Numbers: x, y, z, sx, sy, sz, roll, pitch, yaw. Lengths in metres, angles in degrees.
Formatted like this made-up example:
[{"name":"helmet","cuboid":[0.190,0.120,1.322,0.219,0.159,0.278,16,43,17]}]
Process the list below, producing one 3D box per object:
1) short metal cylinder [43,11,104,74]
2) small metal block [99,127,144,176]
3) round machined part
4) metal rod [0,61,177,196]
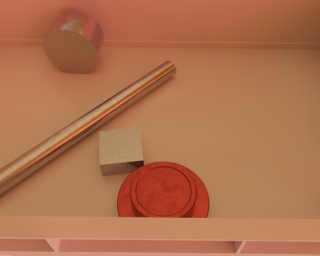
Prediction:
[{"name":"short metal cylinder","cuboid":[-0.131,-0.131,0.478,0.080,0.080,0.050,3,50,2]},{"name":"small metal block","cuboid":[-0.047,0.029,0.380,0.050,0.025,0.050,-5,50,-5]},{"name":"round machined part","cuboid":[0.004,0.076,0.330,0.099,0.042,0.098,0,50,0]},{"name":"metal rod","cuboid":[-0.088,-0.011,0.413,0.025,0.025,0.302,37,59,26]}]
